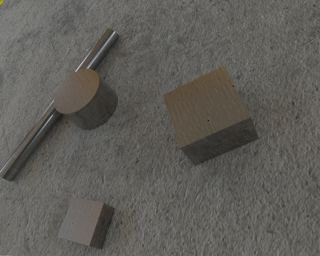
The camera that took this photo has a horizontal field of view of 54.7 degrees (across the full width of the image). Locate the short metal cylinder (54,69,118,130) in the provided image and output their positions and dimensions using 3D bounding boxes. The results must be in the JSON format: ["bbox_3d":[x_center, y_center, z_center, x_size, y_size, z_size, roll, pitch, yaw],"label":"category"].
[{"bbox_3d":[-0.113,-0.043,0.474,0.080,0.050,0.080,-13,56,21],"label":"short metal cylinder"}]

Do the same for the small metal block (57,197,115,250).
[{"bbox_3d":[-0.090,0.116,0.380,0.050,0.025,0.050,2,63,29],"label":"small metal block"}]

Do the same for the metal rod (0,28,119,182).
[{"bbox_3d":[-0.163,-0.045,0.517,0.025,0.025,0.300,23,74,36],"label":"metal rod"}]

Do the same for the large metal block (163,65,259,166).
[{"bbox_3d":[0.058,-0.014,0.366,0.080,0.050,0.080,-25,53,12],"label":"large metal block"}]
